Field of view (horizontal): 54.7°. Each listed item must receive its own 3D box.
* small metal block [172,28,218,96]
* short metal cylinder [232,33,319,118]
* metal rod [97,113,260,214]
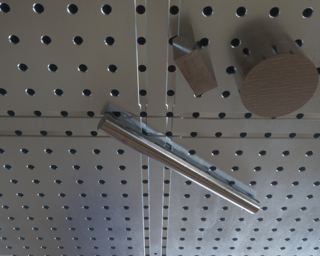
[{"bbox_3d":[0.037,-0.071,0.335,0.025,0.050,0.050,-25,126,19],"label":"small metal block"},{"bbox_3d":[0.126,-0.058,0.347,0.081,0.050,0.079,0,130,0],"label":"short metal cylinder"},{"bbox_3d":[0.043,0.062,0.464,0.301,0.025,0.025,31,123,-24],"label":"metal rod"}]
